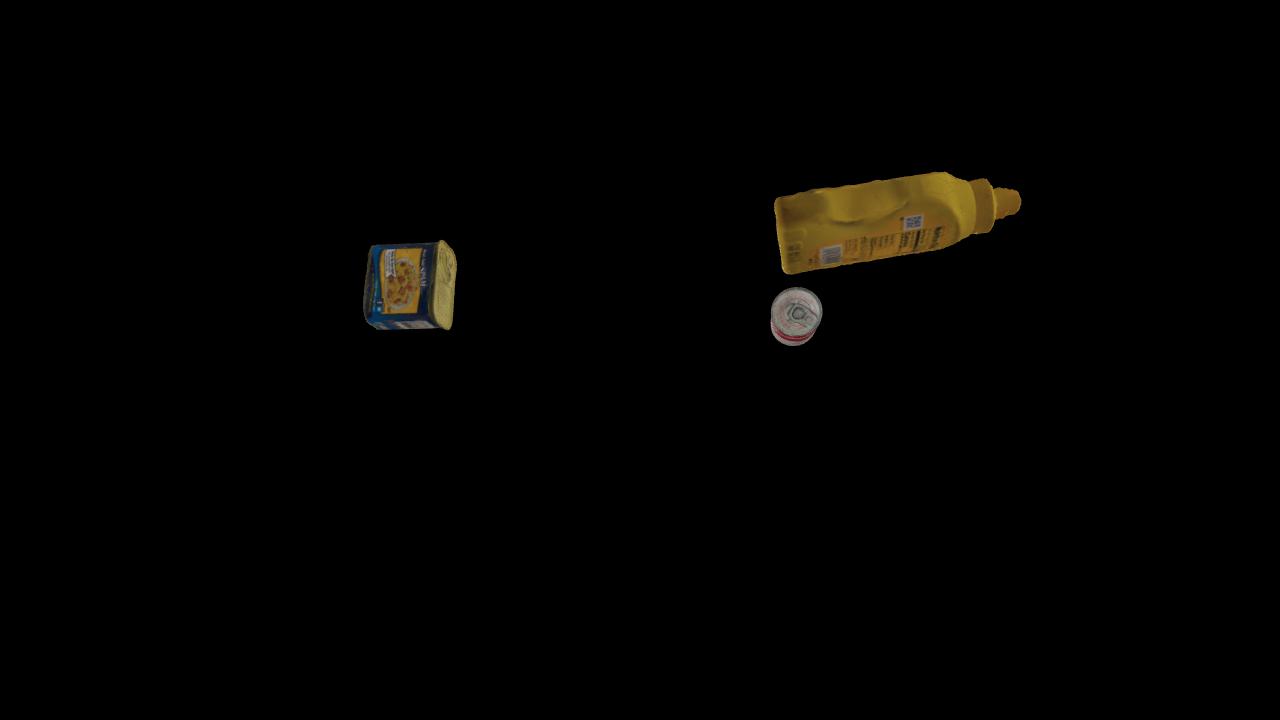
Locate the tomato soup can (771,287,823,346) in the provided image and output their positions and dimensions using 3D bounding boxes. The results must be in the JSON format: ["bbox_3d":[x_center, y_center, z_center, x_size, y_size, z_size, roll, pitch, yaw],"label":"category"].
[{"bbox_3d":[0.217,-0.058,0.864,0.068,0.068,0.101,0,-7,11],"label":"tomato soup can"}]

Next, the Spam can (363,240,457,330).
[{"bbox_3d":[-0.265,-0.085,0.711,0.085,0.101,0.058,-2,-15,4],"label":"Spam can"}]

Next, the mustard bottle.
[{"bbox_3d":[0.206,-0.113,0.499,0.184,0.054,0.092,-7,-25,15],"label":"mustard bottle"}]
